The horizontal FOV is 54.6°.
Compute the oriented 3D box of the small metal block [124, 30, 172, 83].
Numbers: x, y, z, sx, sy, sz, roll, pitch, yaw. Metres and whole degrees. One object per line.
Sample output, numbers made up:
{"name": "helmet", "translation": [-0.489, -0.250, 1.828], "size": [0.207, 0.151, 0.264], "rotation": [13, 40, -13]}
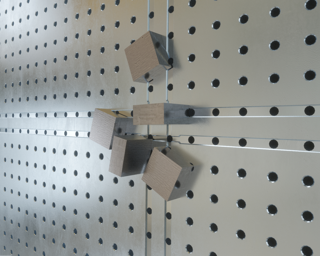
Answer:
{"name": "small metal block", "translation": [-0.017, -0.096, 0.425], "size": [0.050, 0.025, 0.050], "rotation": [-26, 74, 37]}

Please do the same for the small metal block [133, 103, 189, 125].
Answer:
{"name": "small metal block", "translation": [0.002, -0.017, 0.393], "size": [0.050, 0.050, 0.025], "rotation": [-1, 90, 40]}

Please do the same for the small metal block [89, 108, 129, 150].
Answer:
{"name": "small metal block", "translation": [-0.079, 0.001, 0.477], "size": [0.050, 0.025, 0.050], "rotation": [23, 104, 38]}

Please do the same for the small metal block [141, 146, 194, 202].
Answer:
{"name": "small metal block", "translation": [0.009, 0.058, 0.403], "size": [0.050, 0.025, 0.050], "rotation": [34, 111, 35]}

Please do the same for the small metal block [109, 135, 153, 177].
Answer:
{"name": "small metal block", "translation": [-0.040, 0.037, 0.427], "size": [0.025, 0.050, 0.050], "rotation": [16, 101, 39]}
